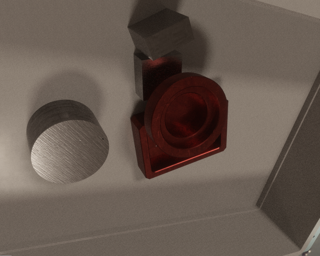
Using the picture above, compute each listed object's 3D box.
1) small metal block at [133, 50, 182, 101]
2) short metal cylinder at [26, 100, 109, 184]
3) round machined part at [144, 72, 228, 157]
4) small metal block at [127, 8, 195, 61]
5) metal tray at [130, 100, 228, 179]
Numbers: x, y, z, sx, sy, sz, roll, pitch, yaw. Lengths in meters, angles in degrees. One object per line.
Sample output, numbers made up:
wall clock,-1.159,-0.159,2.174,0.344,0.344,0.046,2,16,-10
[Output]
small metal block,-0.002,-0.064,0.369,0.050,0.025,0.050,-14,124,-21
short metal cylinder,-0.103,0.015,0.346,0.081,0.050,0.079,-14,125,-21
round machined part,0.027,-0.018,0.365,0.099,0.042,0.097,-10,116,-22
small metal block,0.000,-0.102,0.331,0.050,0.050,0.025,-30,129,-10
metal tray,0.030,0.009,0.429,0.131,0.030,0.089,-18,126,-18
